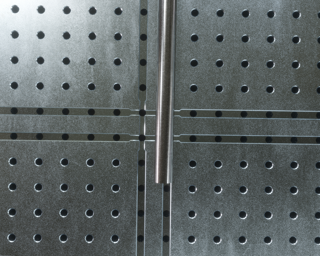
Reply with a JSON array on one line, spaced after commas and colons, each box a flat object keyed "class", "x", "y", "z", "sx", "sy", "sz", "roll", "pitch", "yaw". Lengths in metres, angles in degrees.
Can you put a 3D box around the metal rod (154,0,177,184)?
[{"class": "metal rod", "x": 0.008, "y": -0.077, "z": 0.413, "sx": 0.025, "sy": 0.025, "sz": 0.298, "roll": 1, "pitch": 90, "yaw": -1}]
